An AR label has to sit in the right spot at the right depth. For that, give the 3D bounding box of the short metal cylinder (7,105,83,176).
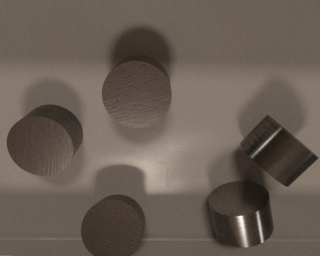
[{"bbox_3d":[-0.146,0.015,0.401,0.081,0.050,0.079,0,110,-1],"label":"short metal cylinder"}]

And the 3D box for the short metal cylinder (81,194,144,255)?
[{"bbox_3d":[-0.063,0.136,0.432,0.081,0.050,0.080,0,85,1],"label":"short metal cylinder"}]

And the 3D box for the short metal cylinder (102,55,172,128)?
[{"bbox_3d":[-0.027,-0.046,0.381,0.081,0.050,0.079,0,110,-1],"label":"short metal cylinder"}]

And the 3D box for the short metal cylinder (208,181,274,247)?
[{"bbox_3d":[0.111,0.116,0.426,0.080,0.080,0.050,-13,110,4],"label":"short metal cylinder"}]

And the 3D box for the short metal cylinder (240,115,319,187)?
[{"bbox_3d":[0.150,0.028,0.395,0.080,0.080,0.050,36,106,-13],"label":"short metal cylinder"}]
